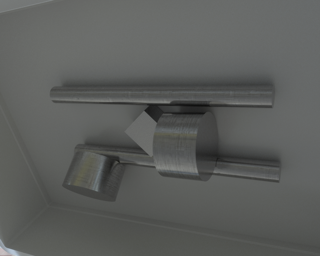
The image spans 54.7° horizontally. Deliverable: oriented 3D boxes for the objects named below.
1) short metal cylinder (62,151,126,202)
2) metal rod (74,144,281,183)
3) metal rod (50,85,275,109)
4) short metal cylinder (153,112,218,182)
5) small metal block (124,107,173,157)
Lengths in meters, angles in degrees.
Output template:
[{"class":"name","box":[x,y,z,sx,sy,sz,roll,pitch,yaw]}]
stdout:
[{"class":"short metal cylinder","box":[-0.098,0.074,0.463,0.080,0.050,0.080,13,157,6]},{"class":"metal rod","box":[0.006,0.045,0.429,0.301,0.025,0.025,3,120,26]},{"class":"metal rod","box":[-0.017,-0.041,0.388,0.301,0.025,0.025,3,120,26]},{"class":"short metal cylinder","box":[0.033,0.020,0.366,0.050,0.080,0.079,2,119,27]},{"class":"small metal block","box":[-0.011,0.003,0.413,0.050,0.025,0.050,44,129,-3]}]
